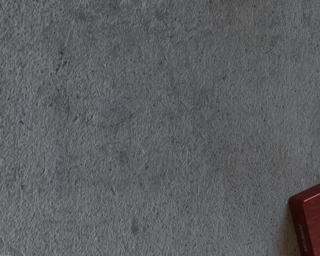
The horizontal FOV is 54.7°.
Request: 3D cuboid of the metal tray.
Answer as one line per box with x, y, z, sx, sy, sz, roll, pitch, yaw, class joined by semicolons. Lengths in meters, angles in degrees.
0.268;0.162;0.505;0.091;0.030;0.129;-17;96;-19;metal tray
